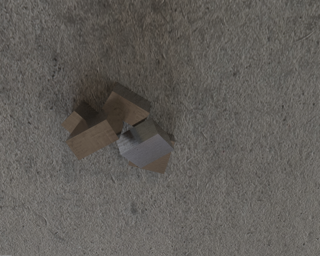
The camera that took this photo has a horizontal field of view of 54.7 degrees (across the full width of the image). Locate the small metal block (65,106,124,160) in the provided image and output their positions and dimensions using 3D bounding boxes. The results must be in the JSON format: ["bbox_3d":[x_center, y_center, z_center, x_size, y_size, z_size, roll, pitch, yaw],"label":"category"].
[{"bbox_3d":[-0.071,0.004,0.345,0.050,0.050,0.025,-28,108,9],"label":"small metal block"}]

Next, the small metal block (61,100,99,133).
[{"bbox_3d":[-0.092,-0.004,0.395,0.025,0.050,0.050,-43,105,14],"label":"small metal block"}]

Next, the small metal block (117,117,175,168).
[{"bbox_3d":[-0.017,0.019,0.378,0.050,0.025,0.050,-30,145,10],"label":"small metal block"}]

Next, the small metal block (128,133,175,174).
[{"bbox_3d":[-0.012,0.030,0.422,0.050,0.025,0.050,15,109,-6],"label":"small metal block"}]

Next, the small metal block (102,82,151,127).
[{"bbox_3d":[-0.040,-0.029,0.387,0.050,0.050,0.025,31,107,-11],"label":"small metal block"}]
